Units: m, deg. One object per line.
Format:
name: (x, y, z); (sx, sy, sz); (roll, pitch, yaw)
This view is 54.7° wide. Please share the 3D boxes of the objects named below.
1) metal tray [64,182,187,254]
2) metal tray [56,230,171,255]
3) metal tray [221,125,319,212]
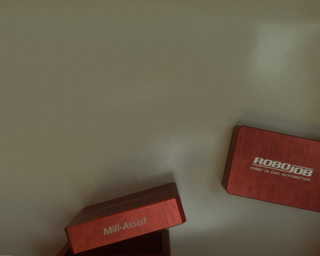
metal tray: (-0.038, 0.105, 0.378); (0.131, 0.090, 0.030); (-16, 90, 0)
metal tray: (-0.052, 0.156, 0.378); (0.131, 0.090, 0.030); (-3, 90, 0)
metal tray: (0.156, 0.052, 0.410); (0.131, 0.030, 0.089); (12, 90, 0)
